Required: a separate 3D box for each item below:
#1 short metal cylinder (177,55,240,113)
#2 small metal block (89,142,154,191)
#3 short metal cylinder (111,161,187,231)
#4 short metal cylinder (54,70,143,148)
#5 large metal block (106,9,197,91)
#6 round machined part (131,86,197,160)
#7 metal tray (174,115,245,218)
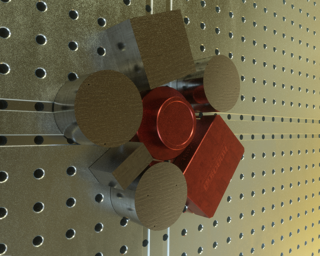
[{"bbox_3d":[0.072,-0.062,0.452,0.081,0.050,0.080,0,90,-40],"label":"short metal cylinder"},{"bbox_3d":[-0.044,0.041,0.354,0.050,0.050,0.025,-45,117,-31],"label":"small metal block"},{"bbox_3d":[-0.013,0.079,0.381,0.081,0.050,0.080,0,90,-40],"label":"short metal cylinder"},{"bbox_3d":[-0.066,-0.020,0.336,0.081,0.050,0.080,0,90,-40],"label":"short metal cylinder"},{"bbox_3d":[-0.009,-0.095,0.385,0.081,0.050,0.080,-27,107,-37],"label":"large metal block"},{"bbox_3d":[0.009,-0.006,0.405,0.099,0.042,0.097,0,90,-40],"label":"round machined part"},{"bbox_3d":[0.071,0.055,0.464,0.090,0.030,0.130,48,61,-29],"label":"metal tray"}]
